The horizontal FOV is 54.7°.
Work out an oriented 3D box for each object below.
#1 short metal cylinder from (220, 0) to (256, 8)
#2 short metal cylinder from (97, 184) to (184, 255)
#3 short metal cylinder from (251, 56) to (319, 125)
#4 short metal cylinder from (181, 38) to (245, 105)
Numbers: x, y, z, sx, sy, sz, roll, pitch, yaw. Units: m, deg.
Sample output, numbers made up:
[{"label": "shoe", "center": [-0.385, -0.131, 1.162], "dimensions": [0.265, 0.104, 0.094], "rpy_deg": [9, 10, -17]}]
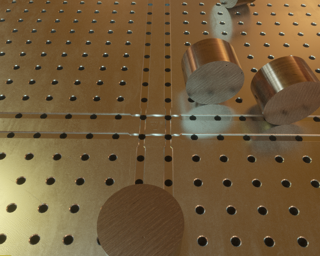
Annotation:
[{"label": "short metal cylinder", "center": [0.154, -0.284, 0.613], "dimensions": [0.050, 0.080, 0.080], "rpy_deg": [-20, 53, -16]}, {"label": "short metal cylinder", "center": [-0.018, 0.103, 0.305], "dimensions": [0.081, 0.050, 0.080], "rpy_deg": [0, 50, 0]}, {"label": "short metal cylinder", "center": [0.169, -0.049, 0.415], "dimensions": [0.081, 0.080, 0.050], "rpy_deg": [-6, 51, -6]}, {"label": "short metal cylinder", "center": [0.073, -0.079, 0.439], "dimensions": [0.081, 0.080, 0.050], "rpy_deg": [-4, 50, -4]}]
